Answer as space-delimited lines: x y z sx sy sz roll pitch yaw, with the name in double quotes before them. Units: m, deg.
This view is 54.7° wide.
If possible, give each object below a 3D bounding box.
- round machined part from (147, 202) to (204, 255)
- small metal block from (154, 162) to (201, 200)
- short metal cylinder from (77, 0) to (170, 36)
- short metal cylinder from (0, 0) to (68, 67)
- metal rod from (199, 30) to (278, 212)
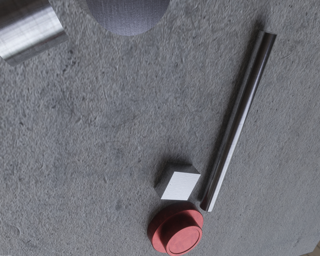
"round machined part" 0.032 0.176 0.522 0.099 0.042 0.097 -14 124 -21
"small metal block" 0.026 0.082 0.472 0.050 0.025 0.050 11 113 -33
"short metal cylinder" -0.036 -0.132 0.289 0.081 0.050 0.079 -14 124 -21
"short metal cylinder" -0.117 -0.096 0.247 0.050 0.080 0.080 -30 129 -9
"metal rod" 0.111 0.005 0.470 0.025 0.025 0.298 -1 119 -28
